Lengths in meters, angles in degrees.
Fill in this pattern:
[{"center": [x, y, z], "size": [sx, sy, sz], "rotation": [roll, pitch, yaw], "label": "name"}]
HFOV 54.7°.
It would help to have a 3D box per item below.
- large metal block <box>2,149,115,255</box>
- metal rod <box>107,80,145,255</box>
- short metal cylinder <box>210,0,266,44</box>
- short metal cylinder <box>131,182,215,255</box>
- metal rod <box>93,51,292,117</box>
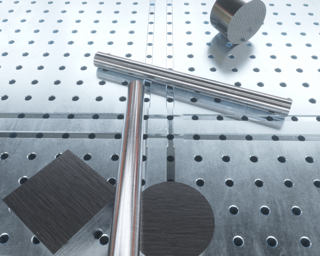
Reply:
[{"center": [-0.096, 0.082, 0.322], "size": [0.080, 0.050, 0.080], "rotation": [33, 57, 24], "label": "large metal block"}, {"center": [-0.031, 0.028, 0.337], "size": [0.025, 0.025, 0.300], "rotation": [-1, 36, -1], "label": "metal rod"}, {"center": [0.134, -0.193, 0.535], "size": [0.081, 0.080, 0.050], "rotation": [-23, 54, -18], "label": "short metal cylinder"}, {"center": [0.011, 0.101, 0.307], "size": [0.080, 0.050, 0.080], "rotation": [0, 50, 0], "label": "short metal cylinder"}, {"center": [0.039, -0.069, 0.465], "size": [0.301, 0.025, 0.025], "rotation": [17, 52, 13], "label": "metal rod"}]
